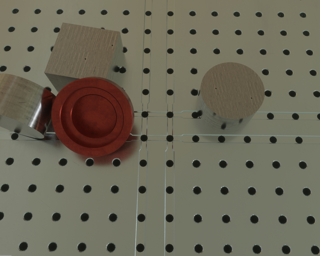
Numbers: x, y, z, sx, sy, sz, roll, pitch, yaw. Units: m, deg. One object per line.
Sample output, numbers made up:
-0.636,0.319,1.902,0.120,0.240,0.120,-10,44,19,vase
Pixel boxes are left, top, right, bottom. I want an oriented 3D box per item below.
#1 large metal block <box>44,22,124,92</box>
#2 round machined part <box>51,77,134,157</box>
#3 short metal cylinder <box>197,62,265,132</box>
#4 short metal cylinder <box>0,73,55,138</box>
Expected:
-0.101,-0.092,0.431,0.080,0.050,0.080,10,70,3,large metal block
-0.082,-0.016,0.392,0.099,0.042,0.097,0,103,1,round machined part
0.092,-0.040,0.413,0.081,0.050,0.080,0,70,0,short metal cylinder
-0.176,-0.026,0.391,0.080,0.080,0.050,15,71,5,short metal cylinder
